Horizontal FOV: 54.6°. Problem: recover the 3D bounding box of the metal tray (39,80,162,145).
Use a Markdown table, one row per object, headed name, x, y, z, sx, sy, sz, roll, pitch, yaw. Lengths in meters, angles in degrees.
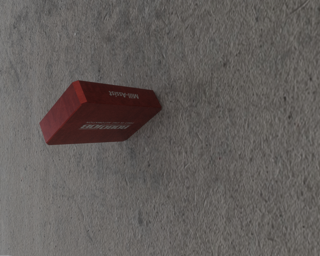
| name | x | y | z | sx | sy | sz | roll | pitch | yaw |
| --- | --- | --- | --- | --- | --- | --- | --- | --- | --- |
| metal tray | -0.072 | -0.016 | 0.397 | 0.090 | 0.131 | 0.030 | -39 | 66 | 33 |
